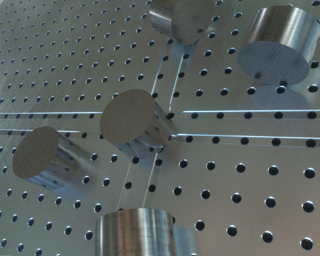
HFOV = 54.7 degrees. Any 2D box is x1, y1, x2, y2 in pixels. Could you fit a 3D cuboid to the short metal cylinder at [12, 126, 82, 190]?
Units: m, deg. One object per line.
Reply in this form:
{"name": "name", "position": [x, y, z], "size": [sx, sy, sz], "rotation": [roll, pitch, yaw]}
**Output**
{"name": "short metal cylinder", "position": [-0.163, 0.044, 0.448], "size": [0.080, 0.050, 0.080], "rotation": [-13, 56, 21]}

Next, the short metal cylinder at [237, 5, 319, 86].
{"name": "short metal cylinder", "position": [0.136, -0.092, 0.358], "size": [0.080, 0.080, 0.050], "rotation": [14, 69, 33]}

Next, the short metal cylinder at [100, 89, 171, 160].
{"name": "short metal cylinder", "position": [-0.032, -0.005, 0.410], "size": [0.080, 0.050, 0.080], "rotation": [-13, 56, 21]}

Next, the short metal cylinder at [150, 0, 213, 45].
{"name": "short metal cylinder", "position": [0.032, -0.170, 0.460], "size": [0.080, 0.080, 0.050], "rotation": [-48, 52, -5]}

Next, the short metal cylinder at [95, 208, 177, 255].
{"name": "short metal cylinder", "position": [-0.024, 0.119, 0.312], "size": [0.080, 0.080, 0.050], "rotation": [-19, 55, 17]}
